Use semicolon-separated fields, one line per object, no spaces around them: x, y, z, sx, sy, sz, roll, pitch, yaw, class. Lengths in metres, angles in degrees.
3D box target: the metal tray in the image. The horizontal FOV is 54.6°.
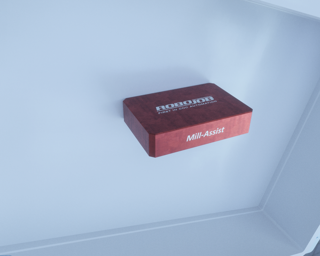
0.031;-0.015;0.373;0.131;0.090;0.030;-13;124;-21;metal tray
